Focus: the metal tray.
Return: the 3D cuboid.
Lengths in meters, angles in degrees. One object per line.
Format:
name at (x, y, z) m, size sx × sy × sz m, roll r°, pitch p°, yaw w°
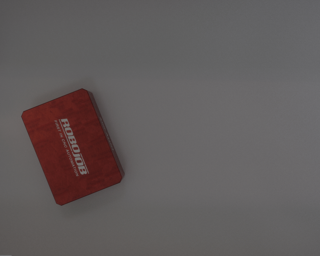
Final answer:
metal tray at (-0.112, 0.024, 0.408) m, size 0.090 × 0.030 × 0.129 m, roll -22°, pitch 90°, yaw 0°
